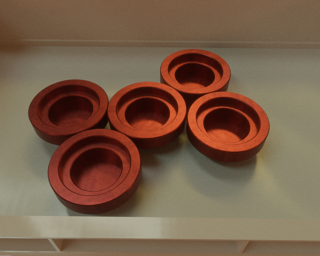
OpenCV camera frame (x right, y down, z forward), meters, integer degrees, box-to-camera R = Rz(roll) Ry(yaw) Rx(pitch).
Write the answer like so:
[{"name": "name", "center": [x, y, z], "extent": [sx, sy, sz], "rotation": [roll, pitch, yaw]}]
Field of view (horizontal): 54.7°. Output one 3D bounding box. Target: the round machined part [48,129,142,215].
[{"name": "round machined part", "center": [-0.069, 0.051, 0.346], "extent": [0.099, 0.042, 0.098], "rotation": [0, 50, 0]}]

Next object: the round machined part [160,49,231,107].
[{"name": "round machined part", "center": [0.050, -0.068, 0.448], "extent": [0.099, 0.042, 0.098], "rotation": [0, 50, 0]}]

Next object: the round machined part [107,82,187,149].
[{"name": "round machined part", "center": [-0.016, -0.012, 0.399], "extent": [0.099, 0.042, 0.098], "rotation": [0, 50, 0]}]

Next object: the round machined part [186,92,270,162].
[{"name": "round machined part", "center": [0.082, 0.003, 0.389], "extent": [0.099, 0.042, 0.098], "rotation": [0, 50, 0]}]

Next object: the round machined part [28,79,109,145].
[{"name": "round machined part", "center": [-0.114, -0.016, 0.403], "extent": [0.099, 0.042, 0.098], "rotation": [0, 50, 0]}]
